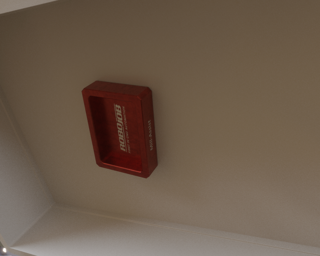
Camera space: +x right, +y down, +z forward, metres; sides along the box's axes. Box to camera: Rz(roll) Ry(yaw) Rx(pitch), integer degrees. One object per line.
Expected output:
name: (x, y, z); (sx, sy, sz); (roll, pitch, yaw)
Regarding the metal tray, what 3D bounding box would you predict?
metal tray: (-0.054, 0.003, 0.436); (0.090, 0.030, 0.129); (10, 123, 23)
